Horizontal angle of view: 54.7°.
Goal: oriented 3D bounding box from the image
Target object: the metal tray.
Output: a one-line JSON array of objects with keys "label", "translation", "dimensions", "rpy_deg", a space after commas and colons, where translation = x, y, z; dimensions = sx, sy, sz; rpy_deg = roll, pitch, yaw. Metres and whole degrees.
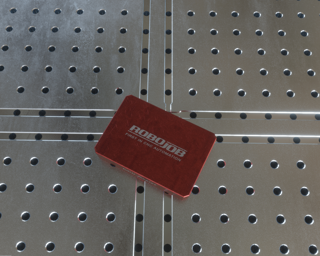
[{"label": "metal tray", "translation": [-0.005, 0.023, 0.400], "dimensions": [0.130, 0.030, 0.090], "rpy_deg": [26, 72, 8]}]
